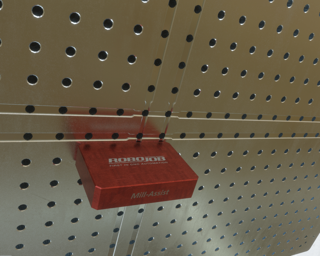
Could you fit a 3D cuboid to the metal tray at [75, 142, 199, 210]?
[{"bbox_3d":[-0.030,0.054,0.387,0.131,0.090,0.030,0,118,-29],"label":"metal tray"}]
